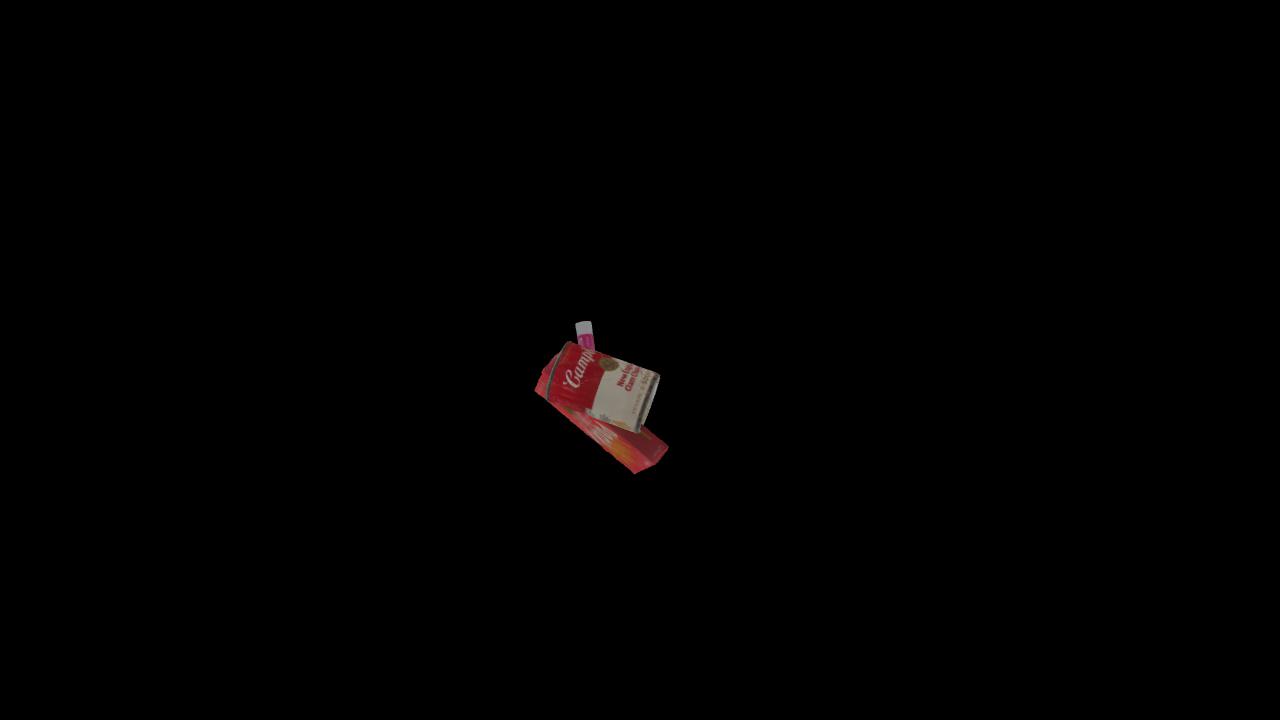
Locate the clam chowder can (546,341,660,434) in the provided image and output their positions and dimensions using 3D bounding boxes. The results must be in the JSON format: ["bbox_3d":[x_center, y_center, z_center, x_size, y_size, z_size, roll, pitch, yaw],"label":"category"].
[{"bbox_3d":[-0.037,0.029,0.635,0.102,0.068,0.068,20,2,5],"label":"clam chowder can"}]

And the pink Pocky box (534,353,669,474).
[{"bbox_3d":[-0.045,0.062,0.672,0.155,0.029,0.084,40,-23,-1],"label":"pink Pocky box"}]

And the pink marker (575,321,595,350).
[{"bbox_3d":[-0.056,0.017,0.694,0.020,0.121,0.020,-9,-7,-1],"label":"pink marker"}]
